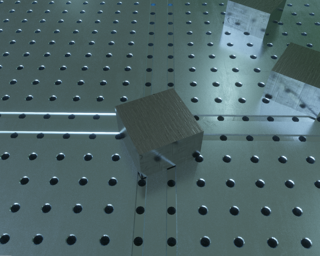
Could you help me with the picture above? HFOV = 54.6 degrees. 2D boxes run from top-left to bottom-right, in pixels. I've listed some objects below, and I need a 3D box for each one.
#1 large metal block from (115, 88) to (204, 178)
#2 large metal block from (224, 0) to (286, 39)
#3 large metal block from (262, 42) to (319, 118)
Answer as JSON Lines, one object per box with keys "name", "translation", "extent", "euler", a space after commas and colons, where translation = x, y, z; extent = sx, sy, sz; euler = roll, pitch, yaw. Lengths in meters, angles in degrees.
{"name": "large metal block", "translation": [-0.003, 0.004, 0.388], "extent": [0.081, 0.050, 0.080], "euler": [-19, 53, -16]}
{"name": "large metal block", "translation": [0.177, -0.219, 0.576], "extent": [0.080, 0.050, 0.080], "euler": [29, 56, 22]}
{"name": "large metal block", "translation": [0.209, -0.072, 0.453], "extent": [0.080, 0.050, 0.080], "euler": [27, 55, 21]}
